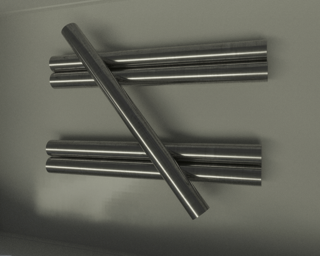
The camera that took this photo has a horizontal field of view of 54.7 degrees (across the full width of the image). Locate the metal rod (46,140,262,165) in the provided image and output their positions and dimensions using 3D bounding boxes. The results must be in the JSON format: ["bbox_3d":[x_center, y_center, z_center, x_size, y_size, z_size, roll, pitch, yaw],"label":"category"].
[{"bbox_3d":[-0.021,0.031,0.416,0.301,0.025,0.025,0,90,19],"label":"metal rod"}]

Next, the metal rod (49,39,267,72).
[{"bbox_3d":[-0.016,-0.093,0.414,0.301,0.025,0.025,1,90,19],"label":"metal rod"}]

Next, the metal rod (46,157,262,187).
[{"bbox_3d":[-0.022,0.056,0.416,0.301,0.025,0.025,0,90,19],"label":"metal rod"}]

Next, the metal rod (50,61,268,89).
[{"bbox_3d":[-0.015,-0.069,0.414,0.301,0.025,0.025,1,90,19],"label":"metal rod"}]

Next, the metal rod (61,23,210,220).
[{"bbox_3d":[-0.038,-0.017,0.396,0.025,0.025,0.299,-40,78,16],"label":"metal rod"}]
